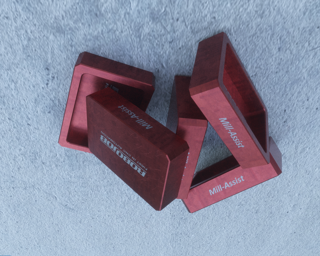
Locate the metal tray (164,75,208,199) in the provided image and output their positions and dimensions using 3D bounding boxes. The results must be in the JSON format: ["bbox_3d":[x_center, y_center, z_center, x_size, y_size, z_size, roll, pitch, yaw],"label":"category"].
[{"bbox_3d":[0.025,0.013,0.378,0.030,0.090,0.129,5,131,-5],"label":"metal tray"}]

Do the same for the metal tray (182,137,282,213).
[{"bbox_3d":[0.097,0.062,0.420,0.130,0.090,0.030,-31,89,23],"label":"metal tray"}]

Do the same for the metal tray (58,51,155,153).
[{"bbox_3d":[-0.069,-0.021,0.387,0.091,0.030,0.129,15,128,-13],"label":"metal tray"}]

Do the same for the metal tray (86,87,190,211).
[{"bbox_3d":[-0.032,0.022,0.353,0.130,0.030,0.089,36,137,28],"label":"metal tray"}]

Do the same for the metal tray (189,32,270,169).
[{"bbox_3d":[0.082,-0.027,0.341,0.030,0.090,0.130,-17,130,32],"label":"metal tray"}]
